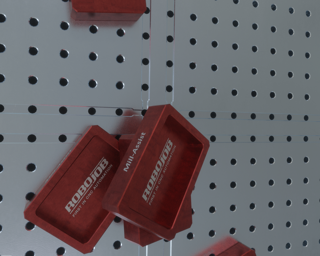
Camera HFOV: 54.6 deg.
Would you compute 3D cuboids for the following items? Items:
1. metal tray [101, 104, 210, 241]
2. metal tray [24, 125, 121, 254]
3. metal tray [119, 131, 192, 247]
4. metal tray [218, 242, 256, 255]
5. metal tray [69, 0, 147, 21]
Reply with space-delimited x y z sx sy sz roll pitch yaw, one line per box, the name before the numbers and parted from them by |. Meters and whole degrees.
metal tray | 0.001 0.049 0.354 0.090 0.030 0.130 41 63 -34
metal tray | -0.086 0.072 0.378 0.090 0.030 0.130 39 77 -16
metal tray | -0.003 0.070 0.392 0.091 0.030 0.129 -4 92 -42
metal tray | 0.088 0.237 0.442 0.131 0.030 0.090 -23 98 -19
metal tray | -0.070 -0.203 0.384 0.091 0.030 0.129 -7 92 -20
